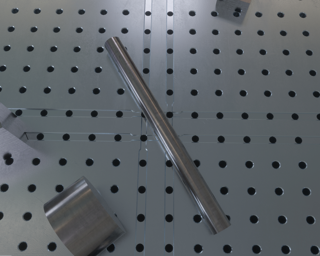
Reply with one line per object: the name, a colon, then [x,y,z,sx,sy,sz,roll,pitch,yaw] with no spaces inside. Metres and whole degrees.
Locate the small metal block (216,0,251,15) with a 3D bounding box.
small metal block: [0.123,-0.215,0.491,0.050,0.025,0.050,21,71,7]

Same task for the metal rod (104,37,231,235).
metal rod: [0.002,-0.002,0.412,0.025,0.025,0.299,-27,72,-10]

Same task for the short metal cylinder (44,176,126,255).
short metal cylinder: [-0.083,0.100,0.345,0.050,0.080,0.080,-37,74,-12]

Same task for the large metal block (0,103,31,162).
large metal block: [-0.220,0.010,0.377,0.080,0.080,0.050,-27,73,-10]
